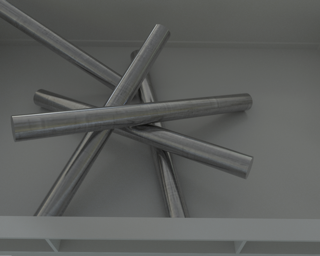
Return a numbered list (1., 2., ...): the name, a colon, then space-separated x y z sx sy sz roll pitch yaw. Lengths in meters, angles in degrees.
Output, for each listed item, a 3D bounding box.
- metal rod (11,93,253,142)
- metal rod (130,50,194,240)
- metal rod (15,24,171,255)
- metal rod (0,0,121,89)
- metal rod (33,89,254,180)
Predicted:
1. metal rod: -0.007 -0.018 0.362 0.303 0.025 0.025 -8 48 -31
2. metal rod: -0.007 -0.004 0.408 0.025 0.025 0.300 -8 51 -7
3. metal rod: -0.064 -0.004 0.357 0.025 0.025 0.300 22 69 17
4. metal rod: -0.167 -0.133 0.437 0.301 0.025 0.025 33 54 -5
5. metal rod: -0.039 -0.001 0.379 0.301 0.025 0.025 18 52 24
